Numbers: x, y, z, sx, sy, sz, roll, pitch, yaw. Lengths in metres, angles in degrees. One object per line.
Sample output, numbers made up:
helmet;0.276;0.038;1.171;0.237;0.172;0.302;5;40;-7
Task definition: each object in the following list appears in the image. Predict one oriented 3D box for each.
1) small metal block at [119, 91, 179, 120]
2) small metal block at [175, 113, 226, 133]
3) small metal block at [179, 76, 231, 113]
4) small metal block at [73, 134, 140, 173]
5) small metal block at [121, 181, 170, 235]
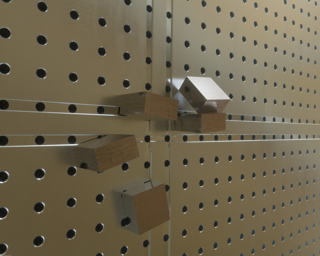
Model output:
small metal block;-0.013;-0.025;0.381;0.050;0.050;0.025;11;83;-39
small metal block;0.057;-0.009;0.439;0.050;0.050;0.025;-5;97;-40
small metal block;0.064;-0.048;0.443;0.050;0.050;0.025;-5;138;-40
small metal block;-0.060;0.026;0.342;0.050;0.050;0.025;-19;103;-38
small metal block;-0.017;0.100;0.394;0.050;0.025;0.050;-15;99;-39
